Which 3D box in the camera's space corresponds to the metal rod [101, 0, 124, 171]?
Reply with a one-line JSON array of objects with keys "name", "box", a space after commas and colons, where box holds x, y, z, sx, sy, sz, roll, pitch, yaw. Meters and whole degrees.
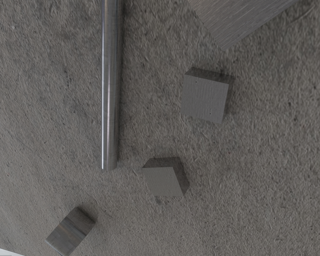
[{"name": "metal rod", "box": [-0.064, -0.064, 0.400, 0.025, 0.025, 0.298, 19, 126, 17]}]

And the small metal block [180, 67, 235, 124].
[{"name": "small metal block", "box": [0.053, -0.038, 0.356, 0.050, 0.025, 0.050, 16, 125, 19]}]

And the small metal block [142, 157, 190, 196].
[{"name": "small metal block", "box": [0.009, 0.070, 0.446, 0.050, 0.025, 0.050, -7, 115, 31]}]

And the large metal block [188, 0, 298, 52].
[{"name": "large metal block", "box": [0.072, -0.129, 0.273, 0.080, 0.050, 0.080, -31, 102, 38]}]

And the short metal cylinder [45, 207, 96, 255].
[{"name": "short metal cylinder", "box": [-0.167, 0.195, 0.580, 0.050, 0.080, 0.080, 41, 129, 0]}]
